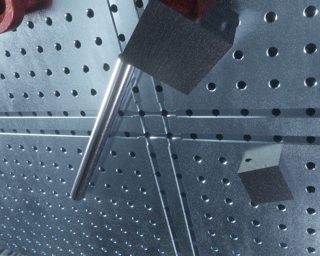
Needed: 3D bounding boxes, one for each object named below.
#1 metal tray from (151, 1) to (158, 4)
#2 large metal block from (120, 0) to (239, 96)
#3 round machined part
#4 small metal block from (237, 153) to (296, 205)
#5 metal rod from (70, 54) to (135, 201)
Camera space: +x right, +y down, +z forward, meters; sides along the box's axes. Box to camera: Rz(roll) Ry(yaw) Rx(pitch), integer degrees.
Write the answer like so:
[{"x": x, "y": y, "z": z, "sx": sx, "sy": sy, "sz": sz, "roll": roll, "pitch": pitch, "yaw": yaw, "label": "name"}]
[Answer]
[{"x": 0.012, "y": -0.192, "z": 0.281, "sx": 0.090, "sy": 0.030, "sz": 0.129, "roll": -8, "pitch": 115, "yaw": 31, "label": "metal tray"}, {"x": 0.018, "y": -0.090, "z": 0.305, "sx": 0.080, "sy": 0.050, "sz": 0.080, "roll": 27, "pitch": 143, "yaw": -12, "label": "large metal block"}, {"x": -0.213, "y": -0.176, "z": 0.401, "sx": 0.098, "sy": 0.042, "sz": 0.097, "roll": 13, "pitch": 124, "yaw": 20, "label": "round machined part"}, {"x": 0.132, "y": 0.064, "z": 0.381, "sx": 0.050, "sy": 0.025, "sz": 0.050, "roll": -19, "pitch": 109, "yaw": 35, "label": "small metal block"}, {"x": -0.095, "y": 0.019, "z": 0.470, "sx": 0.025, "sy": 0.025, "sz": 0.298, "roll": 33, "pitch": 129, "yaw": 6, "label": "metal rod"}]
